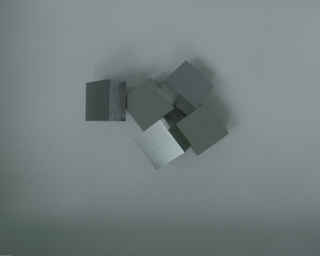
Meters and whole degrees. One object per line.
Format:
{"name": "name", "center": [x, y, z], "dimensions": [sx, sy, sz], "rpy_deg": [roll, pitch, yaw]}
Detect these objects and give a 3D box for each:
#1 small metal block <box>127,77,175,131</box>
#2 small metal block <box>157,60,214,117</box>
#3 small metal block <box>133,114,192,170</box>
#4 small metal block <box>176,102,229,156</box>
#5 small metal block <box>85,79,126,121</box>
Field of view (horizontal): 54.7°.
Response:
{"name": "small metal block", "center": [-0.017, -0.030, 0.409], "dimensions": [0.050, 0.025, 0.050], "rpy_deg": [-38, 91, 0]}
{"name": "small metal block", "center": [0.033, -0.051, 0.399], "dimensions": [0.050, 0.025, 0.050], "rpy_deg": [43, 55, -1]}
{"name": "small metal block", "center": [0.003, 0.018, 0.398], "dimensions": [0.050, 0.025, 0.050], "rpy_deg": [-36, 90, 31]}
{"name": "small metal block", "center": [0.054, 0.001, 0.410], "dimensions": [0.050, 0.025, 0.050], "rpy_deg": [-36, 90, 0]}
{"name": "small metal block", "center": [-0.070, -0.034, 0.395], "dimensions": [0.050, 0.025, 0.050], "rpy_deg": [0, 90, 43]}
